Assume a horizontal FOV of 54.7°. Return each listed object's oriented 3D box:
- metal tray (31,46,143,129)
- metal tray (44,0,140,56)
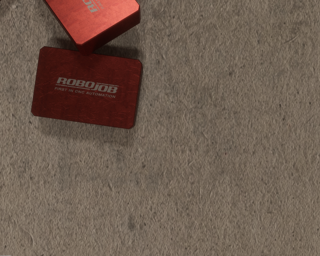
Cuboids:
[{"bbox_3d":[-0.093,-0.051,0.406,0.131,0.030,0.089,8,90,-1],"label":"metal tray"},{"bbox_3d":[-0.096,-0.168,0.390,0.090,0.030,0.130,-35,81,-8],"label":"metal tray"}]
